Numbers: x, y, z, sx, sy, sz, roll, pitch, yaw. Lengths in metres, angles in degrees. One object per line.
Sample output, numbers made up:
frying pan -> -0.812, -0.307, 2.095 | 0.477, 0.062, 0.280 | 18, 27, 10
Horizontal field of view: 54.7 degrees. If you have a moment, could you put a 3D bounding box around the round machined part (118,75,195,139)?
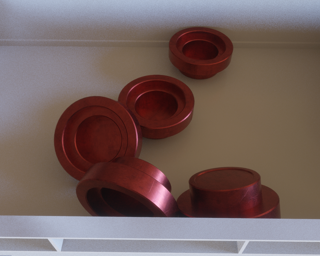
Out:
round machined part -> -0.005, -0.024, 0.414 | 0.099, 0.042, 0.098 | 0, 50, 0

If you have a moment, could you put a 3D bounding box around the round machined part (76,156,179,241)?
round machined part -> -0.028, 0.065, 0.303 | 0.098, 0.097, 0.042 | 17, 48, 13

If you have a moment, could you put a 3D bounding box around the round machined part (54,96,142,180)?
round machined part -> -0.068, 0.014, 0.361 | 0.098, 0.042, 0.097 | 0, 88, 11

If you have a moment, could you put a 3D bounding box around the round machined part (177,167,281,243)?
round machined part -> 0.064, 0.068, 0.303 | 0.099, 0.042, 0.098 | -7, 9, 1

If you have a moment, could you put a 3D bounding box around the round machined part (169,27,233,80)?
round machined part -> 0.063, -0.115, 0.491 | 0.099, 0.042, 0.098 | 0, 50, 0
